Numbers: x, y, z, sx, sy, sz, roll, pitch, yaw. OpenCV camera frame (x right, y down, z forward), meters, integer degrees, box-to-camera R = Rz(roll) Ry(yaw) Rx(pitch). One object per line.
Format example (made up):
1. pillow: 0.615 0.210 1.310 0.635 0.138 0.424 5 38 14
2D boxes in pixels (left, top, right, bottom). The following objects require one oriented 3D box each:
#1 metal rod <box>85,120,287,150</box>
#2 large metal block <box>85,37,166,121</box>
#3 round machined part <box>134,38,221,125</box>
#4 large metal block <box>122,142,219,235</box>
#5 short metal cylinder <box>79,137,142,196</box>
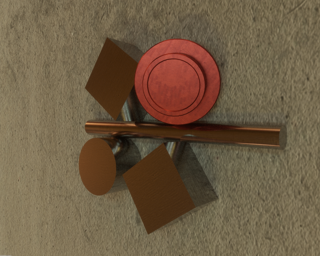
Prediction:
1. metal rod: 0.006 0.004 0.401 0.300 0.025 0.025 3 92 39
2. large metal block: -0.048 -0.065 0.424 0.080 0.050 0.080 44 116 31
3. round machined part: 0.018 -0.050 0.348 0.098 0.042 0.097 3 105 11
4. large metal block: 0.011 0.071 0.379 0.080 0.050 0.080 -40 66 32
5. short metal cylinder: -0.072 0.053 0.447 0.080 0.050 0.079 0 90 39
